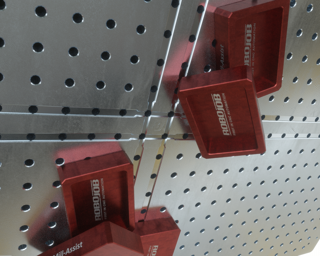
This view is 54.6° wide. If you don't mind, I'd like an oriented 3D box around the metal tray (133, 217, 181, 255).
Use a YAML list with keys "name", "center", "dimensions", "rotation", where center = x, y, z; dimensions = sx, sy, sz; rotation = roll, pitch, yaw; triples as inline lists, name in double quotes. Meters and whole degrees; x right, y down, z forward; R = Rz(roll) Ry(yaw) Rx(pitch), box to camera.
- name: "metal tray"
  center: [-0.024, 0.216, 0.527]
  dimensions: [0.091, 0.030, 0.129]
  rotation: [-1, 119, -28]

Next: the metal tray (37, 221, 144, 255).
- name: "metal tray"
  center: [-0.100, 0.181, 0.434]
  dimensions: [0.130, 0.030, 0.090]
  rotation: [-29, 140, 11]

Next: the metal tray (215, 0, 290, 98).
- name: "metal tray"
  center: [0.121, -0.099, 0.411]
  dimensions: [0.091, 0.030, 0.129]
  rotation: [-21, 127, -16]

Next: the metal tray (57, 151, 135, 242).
- name: "metal tray"
  center: [-0.082, 0.101, 0.424]
  dimensions: [0.091, 0.030, 0.129]
  rotation: [-12, 124, -22]

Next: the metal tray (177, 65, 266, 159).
- name: "metal tray"
  center: [0.086, -0.015, 0.413]
  dimensions: [0.090, 0.030, 0.130]
  rotation: [-8, 132, 21]
